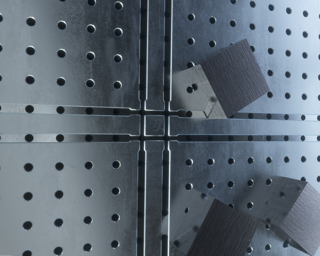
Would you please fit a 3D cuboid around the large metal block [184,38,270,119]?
[{"bbox_3d":[0.094,-0.067,0.435,0.080,0.050,0.080,-32,101,-18],"label":"large metal block"}]

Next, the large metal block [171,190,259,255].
[{"bbox_3d":[0.076,0.145,0.429,0.080,0.050,0.080,32,79,-18],"label":"large metal block"}]

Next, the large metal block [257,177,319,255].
[{"bbox_3d":[0.214,0.135,0.481,0.080,0.050,0.080,42,77,-16],"label":"large metal block"}]
